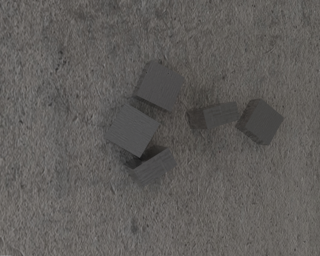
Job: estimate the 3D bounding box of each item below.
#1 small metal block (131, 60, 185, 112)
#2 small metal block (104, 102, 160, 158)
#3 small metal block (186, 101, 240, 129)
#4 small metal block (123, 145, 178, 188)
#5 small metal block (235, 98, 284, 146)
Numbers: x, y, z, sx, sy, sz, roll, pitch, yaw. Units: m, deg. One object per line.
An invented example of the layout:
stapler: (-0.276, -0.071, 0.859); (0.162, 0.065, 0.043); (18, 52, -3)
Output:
small metal block: (-0.002, -0.054, 0.408); (0.050, 0.025, 0.050); (25, 82, -19)
small metal block: (-0.036, 0.004, 0.392); (0.050, 0.025, 0.050); (32, 79, -9)
small metal block: (0.071, -0.017, 0.422); (0.050, 0.050, 0.025); (-16, 96, -19)
small metal block: (-0.013, 0.046, 0.391); (0.050, 0.050, 0.025); (-31, 101, -17)
small metal block: (0.149, -0.009, 0.464); (0.050, 0.025, 0.050); (36, 79, -17)
